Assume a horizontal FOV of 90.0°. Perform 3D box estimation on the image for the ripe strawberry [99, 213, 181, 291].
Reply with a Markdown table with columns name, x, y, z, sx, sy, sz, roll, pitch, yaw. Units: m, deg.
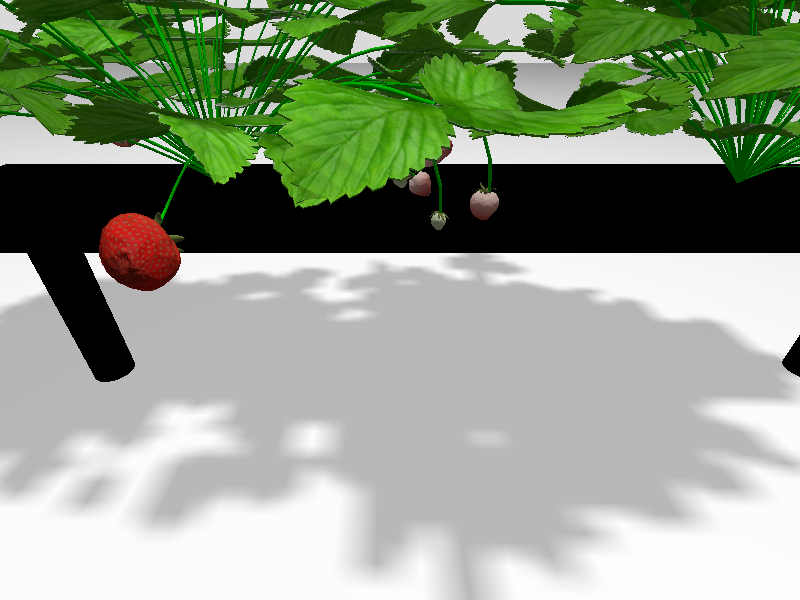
| name | x | y | z | sx | sy | sz | roll | pitch | yaw |
| --- | --- | --- | --- | --- | --- | --- | --- | --- | --- |
| ripe strawberry | -0.121 | -0.020 | 0.184 | 0.032 | 0.036 | 0.034 | -6 | 33 | -9 |

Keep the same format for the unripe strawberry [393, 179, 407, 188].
| name | x | y | z | sx | sy | sz | roll | pitch | yaw |
| --- | --- | --- | --- | --- | --- | --- | --- | --- | --- |
| unripe strawberry | 0.001 | -0.101 | 0.335 | 0.013 | 0.015 | 0.015 | -11 | 30 | 12 |

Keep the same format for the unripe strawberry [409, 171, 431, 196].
| name | x | y | z | sx | sy | sz | roll | pitch | yaw |
| --- | --- | --- | --- | --- | --- | --- | --- | --- | --- |
| unripe strawberry | 0.017 | -0.090 | 0.314 | 0.019 | 0.019 | 0.018 | -36 | 17 | 30 |

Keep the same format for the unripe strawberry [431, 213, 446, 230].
| name | x | y | z | sx | sy | sz | roll | pitch | yaw |
| --- | --- | --- | --- | --- | --- | --- | --- | --- | --- |
| unripe strawberry | 0.025 | -0.050 | 0.257 | 0.010 | 0.011 | 0.011 | 17 | 36 | 25 |

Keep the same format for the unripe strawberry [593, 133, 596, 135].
| name | x | y | z | sx | sy | sz | roll | pitch | yaw |
| --- | --- | --- | --- | --- | --- | --- | --- | --- | --- |
| unripe strawberry | 0.256 | -0.230 | 0.529 | 0.026 | 0.023 | 0.026 | -5 | -8 | -9 |

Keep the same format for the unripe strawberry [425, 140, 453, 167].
| name | x | y | z | sx | sy | sz | roll | pitch | yaw |
| --- | --- | --- | --- | --- | --- | --- | --- | --- | --- |
| unripe strawberry | 0.031 | -0.147 | 0.384 | 0.038 | 0.037 | 0.042 | -8 | 33 | -14 |

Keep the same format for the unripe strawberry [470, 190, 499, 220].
| name | x | y | z | sx | sy | sz | roll | pitch | yaw |
| --- | --- | --- | --- | --- | --- | --- | --- | --- | --- |
| unripe strawberry | 0.057 | -0.064 | 0.273 | 0.019 | 0.020 | 0.018 | 12 | 34 | 18 |

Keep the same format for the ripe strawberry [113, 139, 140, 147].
| name | x | y | z | sx | sy | sz | roll | pitch | yaw |
| --- | --- | --- | --- | --- | --- | --- | --- | --- | --- |
| ripe strawberry | -0.323 | -0.197 | 0.463 | 0.038 | 0.037 | 0.041 | 24 | 40 | 34 |
